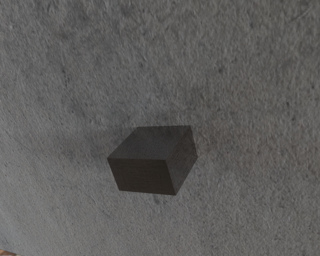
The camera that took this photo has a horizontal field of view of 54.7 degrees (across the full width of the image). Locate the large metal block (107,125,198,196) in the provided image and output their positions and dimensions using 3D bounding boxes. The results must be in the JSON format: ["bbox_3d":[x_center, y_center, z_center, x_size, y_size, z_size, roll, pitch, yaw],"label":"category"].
[{"bbox_3d":[-0.006,0.038,0.397,0.080,0.080,0.050,-1,118,28],"label":"large metal block"}]
